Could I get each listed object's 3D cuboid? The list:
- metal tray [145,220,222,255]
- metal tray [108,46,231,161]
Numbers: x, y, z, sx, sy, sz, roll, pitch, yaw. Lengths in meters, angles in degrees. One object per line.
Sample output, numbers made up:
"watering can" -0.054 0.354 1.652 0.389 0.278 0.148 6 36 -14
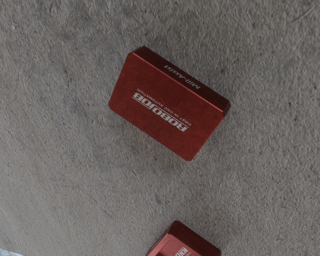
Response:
"metal tray" 0.032 0.222 0.523 0.090 0.030 0.129 34 129 5
"metal tray" 0.008 -0.028 0.382 0.130 0.030 0.089 34 129 5
